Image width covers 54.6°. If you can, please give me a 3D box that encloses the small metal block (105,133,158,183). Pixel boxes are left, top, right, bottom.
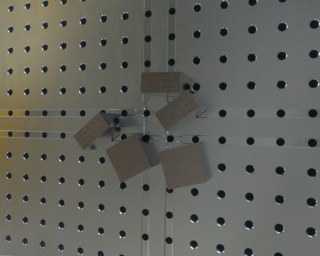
[{"bbox_3d":[-0.039,0.040,0.427,0.050,0.025,0.050,-29,81,17],"label":"small metal block"}]

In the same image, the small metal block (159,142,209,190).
[{"bbox_3d":[0.031,0.049,0.402,0.050,0.025,0.050,-15,85,19],"label":"small metal block"}]

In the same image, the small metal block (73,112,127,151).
[{"bbox_3d":[-0.082,0.005,0.429,0.050,0.050,0.025,-41,77,15],"label":"small metal block"}]

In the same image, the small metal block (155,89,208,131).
[{"bbox_3d":[0.028,-0.021,0.390,0.050,0.050,0.025,-36,79,16],"label":"small metal block"}]

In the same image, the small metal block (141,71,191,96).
[{"bbox_3d":[0.009,-0.055,0.396,0.050,0.050,0.025,2,91,20],"label":"small metal block"}]
